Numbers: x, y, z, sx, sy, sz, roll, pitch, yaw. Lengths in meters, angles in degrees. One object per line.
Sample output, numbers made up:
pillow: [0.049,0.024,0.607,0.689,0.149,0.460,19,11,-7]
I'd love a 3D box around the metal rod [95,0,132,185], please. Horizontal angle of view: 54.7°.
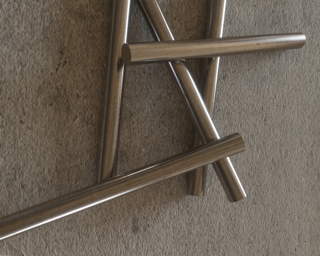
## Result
metal rod: [-0.055,-0.078,0.388,0.025,0.025,0.298,6,88,-20]

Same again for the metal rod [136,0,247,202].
metal rod: [0.039,-0.044,0.403,0.025,0.025,0.299,-25,91,-18]

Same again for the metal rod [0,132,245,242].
metal rod: [-0.042,0.066,0.362,0.302,0.025,0.025,-19,97,-8]

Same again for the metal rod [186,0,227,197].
metal rod: [0.067,-0.056,0.433,0.025,0.025,0.298,8,87,-20]

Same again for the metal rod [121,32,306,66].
metal rod: [0.091,-0.110,0.415,0.303,0.025,0.025,-13,95,-30]
